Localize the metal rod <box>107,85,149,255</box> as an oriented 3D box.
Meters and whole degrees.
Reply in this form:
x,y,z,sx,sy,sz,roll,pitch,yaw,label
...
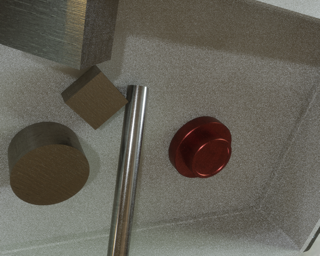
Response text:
x,y,z,sx,sy,sz,roll,pitch,yaw,label
-0.043,0.099,0.363,0.025,0.025,0.298,8,88,-32,metal rod

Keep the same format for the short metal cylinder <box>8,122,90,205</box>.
x,y,z,sx,sy,sz,roll,pitch,yaw,label
-0.126,0.040,0.349,0.081,0.050,0.079,-14,125,-21,short metal cylinder

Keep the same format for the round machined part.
x,y,z,sx,sy,sz,roll,pitch,yaw,label
0.066,0.035,0.457,0.099,0.042,0.097,-14,125,-21,round machined part

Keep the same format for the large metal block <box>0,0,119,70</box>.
x,y,z,sx,sy,sz,roll,pitch,yaw,label
-0.083,-0.102,0.257,0.050,0.080,0.079,-46,153,-61,large metal block

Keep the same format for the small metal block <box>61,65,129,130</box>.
x,y,z,sx,sy,sz,roll,pitch,yaw,label
-0.073,-0.034,0.349,0.050,0.025,0.050,-41,130,0,small metal block
